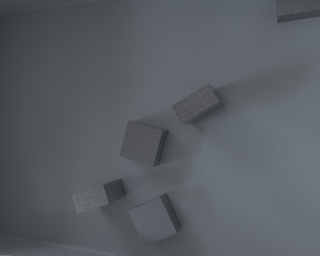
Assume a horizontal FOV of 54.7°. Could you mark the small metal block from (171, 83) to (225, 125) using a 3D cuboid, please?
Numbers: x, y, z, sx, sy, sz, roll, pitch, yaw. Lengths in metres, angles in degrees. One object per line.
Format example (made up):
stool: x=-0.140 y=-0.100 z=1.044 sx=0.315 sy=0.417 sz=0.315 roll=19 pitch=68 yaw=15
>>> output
small metal block: x=0.048 y=-0.028 z=0.380 sx=0.050 sy=0.050 sz=0.025 roll=-32 pitch=80 yaw=17

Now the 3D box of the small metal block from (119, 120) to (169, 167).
small metal block: x=-0.021 y=0.020 z=0.417 sx=0.050 sy=0.025 sz=0.050 roll=16 pitch=95 yaw=19

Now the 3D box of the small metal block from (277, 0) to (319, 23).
small metal block: x=0.160 y=-0.153 z=0.354 sx=0.050 sy=0.025 sz=0.050 roll=-3 pitch=89 yaw=19

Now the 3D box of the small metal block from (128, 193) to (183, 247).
small metal block: x=-0.006 y=0.121 z=0.412 sx=0.050 sy=0.025 sz=0.050 roll=-28 pitch=81 yaw=17

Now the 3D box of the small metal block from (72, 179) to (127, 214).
small metal block: x=-0.082 y=0.093 z=0.425 sx=0.050 sy=0.050 sz=0.025 roll=-22 pitch=83 yaw=18
